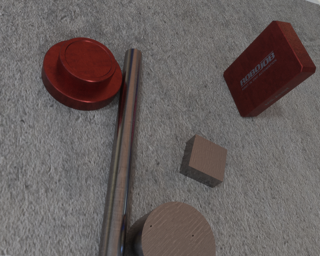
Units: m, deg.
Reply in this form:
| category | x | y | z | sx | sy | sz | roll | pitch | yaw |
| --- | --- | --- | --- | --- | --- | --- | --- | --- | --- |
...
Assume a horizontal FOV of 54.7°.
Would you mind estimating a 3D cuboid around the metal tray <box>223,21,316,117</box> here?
| category | x | y | z | sx | sy | sz | roll | pitch | yaw |
| --- | --- | --- | --- | --- | --- | --- | --- | --- | --- |
| metal tray | 0.159 | -0.085 | 0.474 | 0.030 | 0.129 | 0.090 | -4 | 64 | -30 |

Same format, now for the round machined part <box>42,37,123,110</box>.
| category | x | y | z | sx | sy | sz | roll | pitch | yaw |
| --- | --- | --- | --- | --- | --- | --- | --- | --- | --- |
| round machined part | -0.094 | -0.074 | 0.388 | 0.099 | 0.042 | 0.098 | 14 | 56 | -21 |

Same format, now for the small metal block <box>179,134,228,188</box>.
| category | x | y | z | sx | sy | sz | roll | pitch | yaw |
| --- | --- | --- | --- | --- | --- | --- | --- | --- | --- |
| small metal block | 0.058 | 0.044 | 0.408 | 0.050 | 0.025 | 0.050 | 26 | 53 | -12 |

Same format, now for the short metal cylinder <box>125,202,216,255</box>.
| category | x | y | z | sx | sy | sz | roll | pitch | yaw |
| --- | --- | --- | --- | --- | --- | --- | --- | --- | --- |
| short metal cylinder | 0.009 | 0.122 | 0.318 | 0.081 | 0.050 | 0.080 | 14 | 56 | -21 |

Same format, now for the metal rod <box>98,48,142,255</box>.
| category | x | y | z | sx | sy | sz | roll | pitch | yaw |
| --- | --- | --- | --- | --- | --- | --- | --- | --- | --- |
| metal rod | -0.043 | 0.021 | 0.367 | 0.025 | 0.025 | 0.300 | 15 | 55 | -20 |
